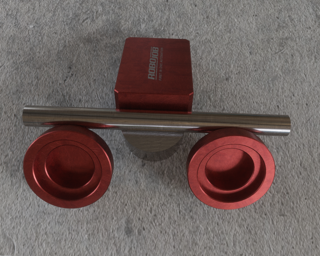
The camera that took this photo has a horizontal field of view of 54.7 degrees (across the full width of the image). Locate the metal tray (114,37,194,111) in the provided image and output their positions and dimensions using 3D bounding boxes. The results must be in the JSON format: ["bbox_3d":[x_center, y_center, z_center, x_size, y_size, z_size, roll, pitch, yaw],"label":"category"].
[{"bbox_3d":[-0.005,-0.073,0.405,0.091,0.030,0.130,2,44,0],"label":"metal tray"}]

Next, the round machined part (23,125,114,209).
[{"bbox_3d":[-0.104,0.042,0.367,0.099,0.042,0.097,0,108,-1],"label":"round machined part"}]

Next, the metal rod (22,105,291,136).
[{"bbox_3d":[-0.004,-0.008,0.360,0.302,0.025,0.025,2,70,0],"label":"metal rod"}]

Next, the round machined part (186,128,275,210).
[{"bbox_3d":[0.080,0.044,0.367,0.099,0.042,0.097,0,113,0],"label":"round machined part"}]

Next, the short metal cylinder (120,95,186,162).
[{"bbox_3d":[-0.008,-0.001,0.397,0.081,0.050,0.080,0,70,0],"label":"short metal cylinder"}]
